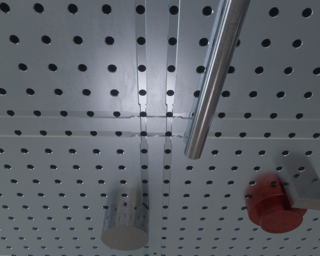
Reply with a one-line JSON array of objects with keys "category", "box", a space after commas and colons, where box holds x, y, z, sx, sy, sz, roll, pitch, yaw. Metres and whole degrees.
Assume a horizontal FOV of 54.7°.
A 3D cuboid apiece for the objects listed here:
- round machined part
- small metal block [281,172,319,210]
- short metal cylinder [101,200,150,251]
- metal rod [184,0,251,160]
[{"category": "round machined part", "box": [0.200, 0.143, 0.524, 0.099, 0.042, 0.097, 0, 130, 0]}, {"category": "small metal block", "box": [0.225, 0.097, 0.481, 0.050, 0.050, 0.025, 8, 130, -7]}, {"category": "short metal cylinder", "box": [-0.059, 0.171, 0.540, 0.081, 0.050, 0.079, 0, 130, 0]}, {"category": "metal rod", "box": [0.067, -0.076, 0.347, 0.025, 0.025, 0.298, 6, 130, -5]}]
